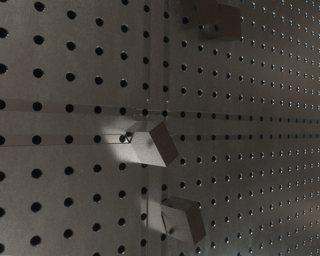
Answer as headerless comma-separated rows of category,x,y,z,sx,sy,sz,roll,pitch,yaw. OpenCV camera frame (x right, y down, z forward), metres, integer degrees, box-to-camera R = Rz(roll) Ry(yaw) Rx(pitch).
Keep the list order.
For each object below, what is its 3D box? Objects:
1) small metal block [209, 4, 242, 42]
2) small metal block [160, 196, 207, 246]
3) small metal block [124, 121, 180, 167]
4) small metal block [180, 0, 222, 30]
small metal block,0.105,-0.168,0.500,0.050,0.025,0.050,-9,96,-40
small metal block,0.031,0.125,0.422,0.025,0.050,0.050,-25,106,-38
small metal block,-0.011,0.019,0.386,0.025,0.050,0.050,-40,115,-33
small metal block,0.061,-0.180,0.462,0.050,0.025,0.050,-29,108,-36
